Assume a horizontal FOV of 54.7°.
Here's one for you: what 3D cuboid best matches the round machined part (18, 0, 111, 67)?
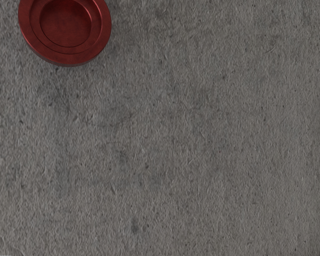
[{"bbox_3d":[-0.109,-0.119,0.359,0.099,0.042,0.097,0,90,-20],"label":"round machined part"}]
